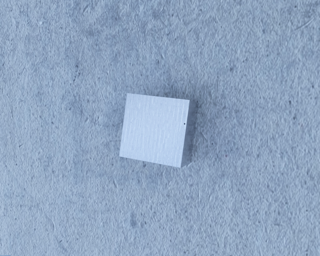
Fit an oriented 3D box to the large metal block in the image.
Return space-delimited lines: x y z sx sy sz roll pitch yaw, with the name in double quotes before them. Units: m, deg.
"large metal block" 0.000 0.001 0.396 0.080 0.050 0.079 8 93 19
